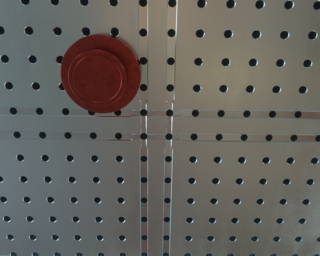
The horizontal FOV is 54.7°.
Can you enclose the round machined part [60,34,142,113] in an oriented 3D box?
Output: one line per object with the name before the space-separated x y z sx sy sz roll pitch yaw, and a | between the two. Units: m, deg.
round machined part | -0.073 -0.064 0.380 0.099 0.042 0.097 0 110 0
